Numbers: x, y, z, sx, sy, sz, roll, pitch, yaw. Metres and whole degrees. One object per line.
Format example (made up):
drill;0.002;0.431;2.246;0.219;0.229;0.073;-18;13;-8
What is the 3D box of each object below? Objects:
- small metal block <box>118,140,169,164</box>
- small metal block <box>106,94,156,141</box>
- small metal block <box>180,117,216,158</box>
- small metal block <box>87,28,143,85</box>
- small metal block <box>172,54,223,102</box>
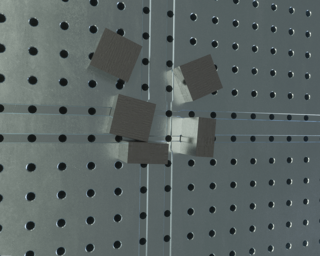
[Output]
small metal block;-0.022;0.030;0.391;0.050;0.050;0.025;4;89;-20
small metal block;-0.037;-0.012;0.399;0.050;0.025;0.050;14;85;-20
small metal block;0.050;0.012;0.418;0.025;0.050;0.050;5;88;-20
small metal block;-0.057;-0.089;0.391;0.050;0.025;0.050;23;82;-19
small metal block;0.052;-0.069;0.431;0.050;0.025;0.050;-25;98;-18
